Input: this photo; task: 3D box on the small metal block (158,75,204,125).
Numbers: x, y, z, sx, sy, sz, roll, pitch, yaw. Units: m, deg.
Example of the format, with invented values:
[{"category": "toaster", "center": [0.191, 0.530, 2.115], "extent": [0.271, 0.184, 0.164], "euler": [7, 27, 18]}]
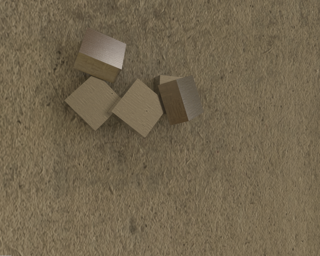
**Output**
[{"category": "small metal block", "center": [0.027, -0.035, 0.381], "extent": [0.050, 0.025, 0.050], "euler": [-28, 103, -58]}]

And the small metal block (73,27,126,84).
[{"category": "small metal block", "center": [-0.071, -0.087, 0.372], "extent": [0.050, 0.025, 0.050], "euler": [20, 47, -19]}]

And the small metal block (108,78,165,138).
[{"category": "small metal block", "center": [-0.026, -0.023, 0.374], "extent": [0.050, 0.025, 0.050], "euler": [40, 77, -16]}]

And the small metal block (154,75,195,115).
[{"category": "small metal block", "center": [0.019, -0.043, 0.418], "extent": [0.050, 0.025, 0.050], "euler": [2, 89, -21]}]

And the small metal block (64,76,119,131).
[{"category": "small metal block", "center": [-0.081, -0.032, 0.380], "extent": [0.050, 0.025, 0.050], "euler": [-47, 105, -14]}]
